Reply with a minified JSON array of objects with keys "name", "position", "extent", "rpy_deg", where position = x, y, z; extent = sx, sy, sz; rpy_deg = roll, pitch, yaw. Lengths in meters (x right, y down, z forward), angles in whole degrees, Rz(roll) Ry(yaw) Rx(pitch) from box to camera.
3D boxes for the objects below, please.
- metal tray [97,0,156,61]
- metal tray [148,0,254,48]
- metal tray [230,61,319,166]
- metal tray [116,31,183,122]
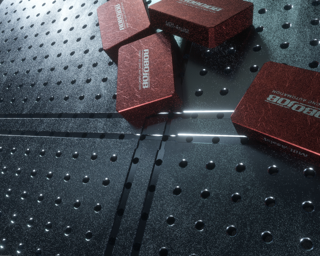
[{"name":"metal tray","position":[-0.061,-0.188,0.551],"extent":[0.090,0.030,0.130],"rpy_deg":[-24,53,12]},{"name":"metal tray","position":[0.057,-0.166,0.455],"extent":[0.091,0.030,0.130],"rpy_deg":[-35,48,-25]},{"name":"metal tray","position":[0.156,-0.016,0.333],"extent":[0.130,0.030,0.090],"rpy_deg":[25,75,36]},{"name":"metal tray","position":[-0.017,-0.080,0.462],"extent":[0.090,0.030,0.130],"rpy_deg":[-15,55,19]}]
